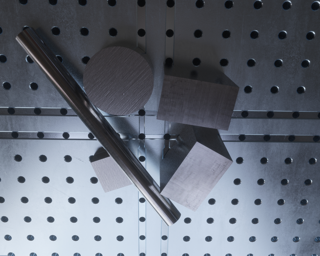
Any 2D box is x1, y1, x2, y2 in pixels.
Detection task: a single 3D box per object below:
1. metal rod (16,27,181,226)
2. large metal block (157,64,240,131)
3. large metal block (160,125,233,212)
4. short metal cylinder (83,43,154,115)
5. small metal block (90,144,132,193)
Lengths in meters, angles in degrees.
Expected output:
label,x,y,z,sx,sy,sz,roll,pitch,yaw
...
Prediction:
label,x,y,z,sx,sy,sz,roll,pitch,yaw
metal rod,-0.072,0.005,0.393,0.025,0.025,0.299,-36,99,12
large metal block,0.040,-0.040,0.370,0.081,0.080,0.050,9,110,-4
large metal block,0.042,0.045,0.401,0.050,0.080,0.080,30,107,-11
short metal cylinder,-0.048,-0.061,0.377,0.081,0.050,0.079,0,110,-1
small metal block,-0.062,0.057,0.433,0.050,0.025,0.050,-19,109,6
